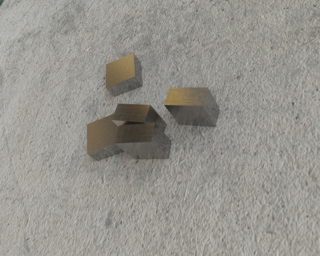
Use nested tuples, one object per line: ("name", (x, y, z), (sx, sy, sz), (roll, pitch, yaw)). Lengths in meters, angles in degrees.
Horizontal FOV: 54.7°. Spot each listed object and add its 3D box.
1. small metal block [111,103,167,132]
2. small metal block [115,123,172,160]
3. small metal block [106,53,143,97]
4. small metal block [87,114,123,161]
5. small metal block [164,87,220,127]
("small metal block", (-0.026, -0.008, 0.406), (0.050, 0.050, 0.025), (5, 64, 30))
("small metal block", (-0.020, 0.018, 0.387), (0.050, 0.050, 0.025), (-4, 60, 26))
("small metal block", (-0.056, -0.083, 0.484), (0.050, 0.025, 0.050), (-18, 55, 17))
("small metal block", (-0.074, 0.012, 0.435), (0.050, 0.025, 0.050), (-21, 54, 16))
("small metal block", (0.041, -0.025, 0.382), (0.050, 0.050, 0.025), (4, 64, 30))
